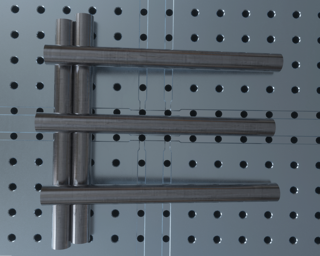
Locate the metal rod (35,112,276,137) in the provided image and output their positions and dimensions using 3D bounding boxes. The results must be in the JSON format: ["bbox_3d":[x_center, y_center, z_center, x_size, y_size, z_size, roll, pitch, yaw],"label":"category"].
[{"bbox_3d":[0.000,-0.004,0.398,0.302,0.025,0.025,1,90,-7],"label":"metal rod"}]

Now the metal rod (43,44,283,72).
[{"bbox_3d":[0.010,-0.089,0.399,0.302,0.025,0.025,1,90,-7],"label":"metal rod"}]

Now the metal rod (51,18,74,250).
[{"bbox_3d":[-0.128,0.008,0.411,0.025,0.025,0.298,1,90,-1],"label":"metal rod"}]

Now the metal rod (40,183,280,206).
[{"bbox_3d":[0.006,0.085,0.399,0.302,0.025,0.025,1,90,-7],"label":"metal rod"}]

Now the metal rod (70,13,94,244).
[{"bbox_3d":[-0.103,0.001,0.411,0.025,0.025,0.298,1,90,-1],"label":"metal rod"}]
